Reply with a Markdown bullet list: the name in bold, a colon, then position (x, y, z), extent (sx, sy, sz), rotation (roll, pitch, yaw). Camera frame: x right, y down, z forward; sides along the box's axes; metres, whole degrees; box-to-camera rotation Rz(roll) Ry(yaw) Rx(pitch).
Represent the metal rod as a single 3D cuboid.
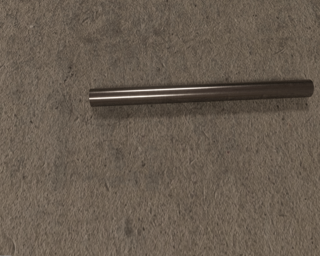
- **metal rod**: position (0.057, -0.048, 0.426), extent (0.302, 0.025, 0.025), rotation (-3, 70, -2)
